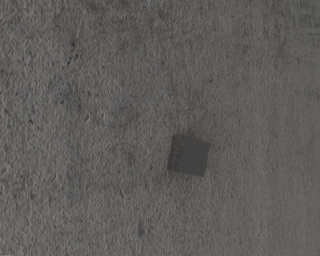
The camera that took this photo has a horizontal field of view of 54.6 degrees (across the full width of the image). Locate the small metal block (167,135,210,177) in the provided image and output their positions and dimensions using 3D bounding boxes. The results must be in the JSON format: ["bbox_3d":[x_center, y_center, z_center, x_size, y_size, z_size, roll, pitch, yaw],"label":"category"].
[{"bbox_3d":[0.041,0.040,0.438,0.050,0.025,0.050,18,78,-38],"label":"small metal block"}]
